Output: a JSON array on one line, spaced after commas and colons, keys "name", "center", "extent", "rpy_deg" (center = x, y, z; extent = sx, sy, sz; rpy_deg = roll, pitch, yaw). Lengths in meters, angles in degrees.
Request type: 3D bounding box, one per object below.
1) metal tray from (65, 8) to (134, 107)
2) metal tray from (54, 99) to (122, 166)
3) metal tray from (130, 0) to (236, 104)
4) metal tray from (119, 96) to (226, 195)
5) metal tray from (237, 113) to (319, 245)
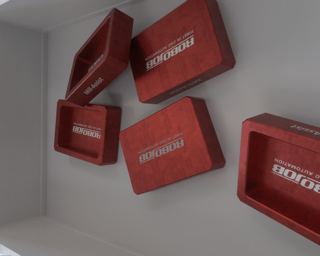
[{"name": "metal tray", "center": [-0.089, -0.096, 0.442], "extent": [0.130, 0.030, 0.090], "rpy_deg": [-29, 48, 45]}, {"name": "metal tray", "center": [-0.121, 0.004, 0.503], "extent": [0.130, 0.030, 0.089], "rpy_deg": [10, 97, 39]}, {"name": "metal tray", "center": [0.020, -0.093, 0.387], "extent": [0.130, 0.030, 0.090], "rpy_deg": [-22, 76, 37]}, {"name": "metal tray", "center": [0.009, 0.026, 0.396], "extent": [0.130, 0.030, 0.090], "rpy_deg": [-27, 73, 37]}, {"name": "metal tray", "center": [0.129, 0.046, 0.265], "extent": [0.130, 0.030, 0.089], "rpy_deg": [24, 123, 48]}]
